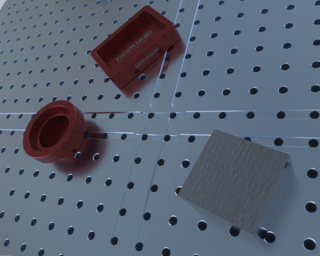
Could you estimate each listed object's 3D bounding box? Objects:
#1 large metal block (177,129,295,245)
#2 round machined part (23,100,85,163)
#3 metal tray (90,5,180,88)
[{"bbox_3d":[0.079,0.057,0.316,0.080,0.050,0.080,21,73,36],"label":"large metal block"},{"bbox_3d":[-0.155,0.009,0.474,0.098,0.042,0.098,-13,56,21],"label":"round machined part"},{"bbox_3d":[-0.043,-0.136,0.511,0.130,0.030,0.090,-40,51,0],"label":"metal tray"}]
